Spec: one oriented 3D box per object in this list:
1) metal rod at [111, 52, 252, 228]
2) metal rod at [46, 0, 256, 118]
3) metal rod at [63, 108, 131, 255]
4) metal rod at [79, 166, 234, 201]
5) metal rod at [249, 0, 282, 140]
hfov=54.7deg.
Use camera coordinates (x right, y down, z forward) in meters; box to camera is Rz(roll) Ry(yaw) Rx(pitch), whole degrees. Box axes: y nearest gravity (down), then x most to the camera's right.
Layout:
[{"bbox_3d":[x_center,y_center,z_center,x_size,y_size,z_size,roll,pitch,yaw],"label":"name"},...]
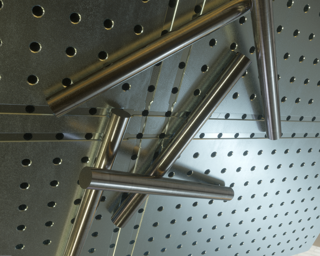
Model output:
[{"bbox_3d":[0.025,0.023,0.441,0.025,0.025,0.299,29,102,-38],"label":"metal rod"},{"bbox_3d":[0.012,-0.097,0.358,0.301,0.025,0.025,-31,129,-9],"label":"metal rod"},{"bbox_3d":[-0.099,0.111,0.426,0.025,0.025,0.298,8,114,-33],"label":"metal rod"},{"bbox_3d":[0.020,0.086,0.447,0.302,0.025,0.025,17,110,-45],"label":"metal rod"},{"bbox_3d":[0.146,-0.083,0.421,0.025,0.025,0.299,-34,136,-6],"label":"metal rod"}]
